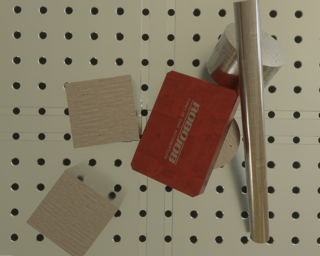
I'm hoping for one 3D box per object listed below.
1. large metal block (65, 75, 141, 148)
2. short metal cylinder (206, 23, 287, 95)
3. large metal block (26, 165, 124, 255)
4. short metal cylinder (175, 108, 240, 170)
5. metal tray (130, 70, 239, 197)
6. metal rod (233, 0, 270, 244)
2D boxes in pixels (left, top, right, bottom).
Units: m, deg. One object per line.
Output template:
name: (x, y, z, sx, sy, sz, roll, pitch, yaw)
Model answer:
large metal block: (-0.070, -0.020, 0.400, 0.080, 0.050, 0.080, -8, 90, 0)
short metal cylinder: (0.105, -0.084, 0.381, 0.081, 0.050, 0.080, 13, 48, -14)
large metal block: (-0.106, 0.106, 0.400, 0.080, 0.050, 0.080, 36, 90, 0)
short metal cylinder: (0.057, 0.011, 0.401, 0.081, 0.050, 0.080, 0, 90, 0)
metal tray: (0.030, 0.006, 0.374, 0.090, 0.030, 0.129, 22, 90, 20)
metal rod: (0.109, 0.011, 0.358, 0.025, 0.025, 0.298, -11, 113, 0)
